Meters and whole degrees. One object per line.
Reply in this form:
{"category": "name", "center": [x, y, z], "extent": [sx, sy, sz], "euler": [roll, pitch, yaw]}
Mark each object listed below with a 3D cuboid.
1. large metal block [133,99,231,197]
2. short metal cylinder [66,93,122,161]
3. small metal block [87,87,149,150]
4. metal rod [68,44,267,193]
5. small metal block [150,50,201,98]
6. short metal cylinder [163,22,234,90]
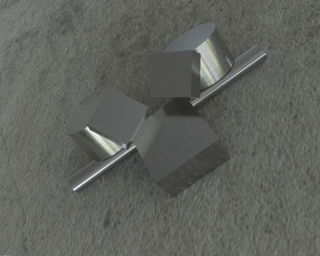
{"category": "large metal block", "center": [0.021, 0.020, 0.363], "extent": [0.080, 0.050, 0.080], "euler": [-36, 51, 4]}
{"category": "short metal cylinder", "center": [-0.076, -0.003, 0.412], "extent": [0.080, 0.050, 0.080], "euler": [-28, 29, 18]}
{"category": "small metal block", "center": [-0.047, -0.010, 0.355], "extent": [0.050, 0.025, 0.050], "euler": [27, 74, 4]}
{"category": "metal rod", "center": [0.007, -0.010, 0.406], "extent": [0.300, 0.025, 0.025], "euler": [-35, 52, 4]}
{"category": "small metal block", "center": [0.018, -0.059, 0.351], "extent": [0.050, 0.025, 0.050], "euler": [2, 93, 29]}
{"category": "short metal cylinder", "center": [0.047, -0.091, 0.400], "extent": [0.080, 0.050, 0.080], "euler": [-28, 29, 18]}
